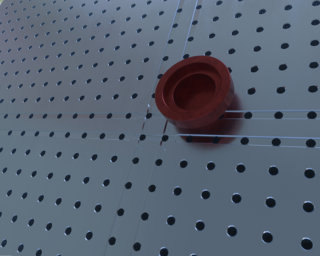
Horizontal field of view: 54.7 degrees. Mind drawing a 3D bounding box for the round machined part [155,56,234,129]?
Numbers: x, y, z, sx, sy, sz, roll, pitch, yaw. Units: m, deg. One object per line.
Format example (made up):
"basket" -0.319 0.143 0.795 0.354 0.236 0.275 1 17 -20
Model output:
"round machined part" 0.047 -0.042 0.398 0.098 0.042 0.098 -13 56 20
